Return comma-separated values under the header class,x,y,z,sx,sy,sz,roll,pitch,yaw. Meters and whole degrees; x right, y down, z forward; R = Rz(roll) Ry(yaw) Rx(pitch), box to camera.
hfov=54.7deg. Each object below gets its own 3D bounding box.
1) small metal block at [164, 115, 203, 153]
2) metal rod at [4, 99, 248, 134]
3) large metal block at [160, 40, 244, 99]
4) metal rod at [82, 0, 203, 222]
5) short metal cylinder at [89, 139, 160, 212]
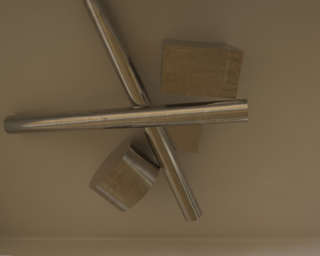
class,x,y,z,sx,sy,sz,roll,pitch,yaw
small metal block,0.028,0.003,0.413,0.050,0.025,0.050,8,110,-4
metal rod,-0.052,-0.011,0.367,0.301,0.025,0.025,-3,111,16
large metal block,0.042,-0.071,0.356,0.081,0.080,0.050,4,110,-2
metal rod,-0.016,-0.016,0.384,0.025,0.025,0.299,-23,101,8
short metal cylinder,-0.046,0.061,0.404,0.050,0.080,0.080,43,104,-14
